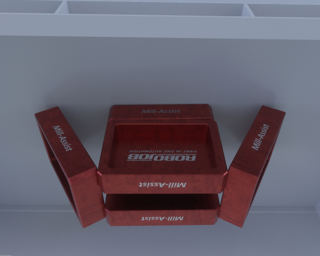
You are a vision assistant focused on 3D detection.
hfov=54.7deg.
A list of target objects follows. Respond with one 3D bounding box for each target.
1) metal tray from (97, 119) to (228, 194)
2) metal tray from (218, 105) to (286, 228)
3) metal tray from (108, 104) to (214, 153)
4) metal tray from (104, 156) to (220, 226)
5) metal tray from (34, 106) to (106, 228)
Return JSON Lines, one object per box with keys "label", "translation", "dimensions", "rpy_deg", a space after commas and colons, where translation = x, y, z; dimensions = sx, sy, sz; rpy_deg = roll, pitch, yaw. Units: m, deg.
{"label": "metal tray", "translation": [0.003, 0.029, 0.349], "dimensions": [0.131, 0.090, 0.030], "rpy_deg": [0, 130, -1]}
{"label": "metal tray", "translation": [0.113, 0.043, 0.378], "dimensions": [0.030, 0.131, 0.089], "rpy_deg": [20, 134, 22]}
{"label": "metal tray", "translation": [0.002, 0.013, 0.415], "dimensions": [0.131, 0.030, 0.089], "rpy_deg": [-1, 130, -1]}
{"label": "metal tray", "translation": [0.002, 0.075, 0.388], "dimensions": [0.131, 0.090, 0.030], "rpy_deg": [0, 130, -1]}
{"label": "metal tray", "translation": [-0.110, 0.044, 0.377], "dimensions": [0.030, 0.130, 0.089], "rpy_deg": [-22, 136, -24]}
